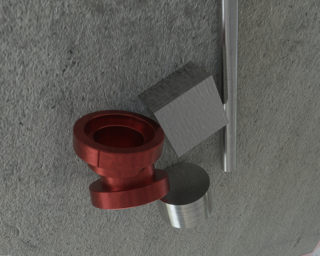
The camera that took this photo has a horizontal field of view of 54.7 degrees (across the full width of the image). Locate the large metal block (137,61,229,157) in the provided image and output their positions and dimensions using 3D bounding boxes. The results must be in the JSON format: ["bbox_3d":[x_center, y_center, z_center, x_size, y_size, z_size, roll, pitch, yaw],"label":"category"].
[{"bbox_3d":[0.031,-0.023,0.393,0.080,0.050,0.080,-34,129,-6],"label":"large metal block"}]

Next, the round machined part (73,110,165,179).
[{"bbox_3d":[-0.046,0.020,0.346,0.099,0.098,0.042,-5,121,-26],"label":"round machined part"}]

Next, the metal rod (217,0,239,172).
[{"bbox_3d":[0.093,-0.057,0.421,0.025,0.025,0.298,-21,127,-16],"label":"metal rod"}]

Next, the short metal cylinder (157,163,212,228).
[{"bbox_3d":[0.034,0.096,0.449,0.081,0.080,0.050,-23,127,-15],"label":"short metal cylinder"}]

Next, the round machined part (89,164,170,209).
[{"bbox_3d":[-0.039,0.063,0.385,0.099,0.098,0.042,-11,95,-23],"label":"round machined part"}]
